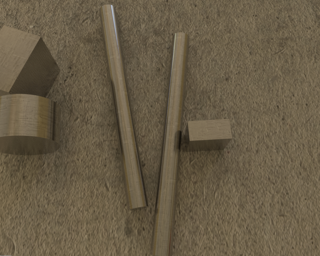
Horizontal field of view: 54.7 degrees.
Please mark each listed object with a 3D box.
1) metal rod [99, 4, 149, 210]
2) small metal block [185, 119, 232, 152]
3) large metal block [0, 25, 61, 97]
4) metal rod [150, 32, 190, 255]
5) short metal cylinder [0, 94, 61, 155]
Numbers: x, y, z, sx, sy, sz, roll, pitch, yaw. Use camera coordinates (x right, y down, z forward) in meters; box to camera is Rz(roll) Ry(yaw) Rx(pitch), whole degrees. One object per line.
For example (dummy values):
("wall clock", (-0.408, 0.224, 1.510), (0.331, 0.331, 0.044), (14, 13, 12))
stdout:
("metal rod", (-0.053, -0.041, 0.422), (0.025, 0.025, 0.299), (-10, 70, -4))
("small metal block", (0.059, 0.010, 0.392), (0.050, 0.050, 0.025), (-3, 70, -2))
("large metal block", (-0.182, -0.070, 0.402), (0.050, 0.080, 0.080), (18, 71, 6))
("metal rod", (0.016, 0.006, 0.405), (0.025, 0.025, 0.299), (6, 70, 2))
("short metal cylinder", (-0.164, -0.001, 0.377), (0.081, 0.080, 0.050), (-4, 70, -2))
